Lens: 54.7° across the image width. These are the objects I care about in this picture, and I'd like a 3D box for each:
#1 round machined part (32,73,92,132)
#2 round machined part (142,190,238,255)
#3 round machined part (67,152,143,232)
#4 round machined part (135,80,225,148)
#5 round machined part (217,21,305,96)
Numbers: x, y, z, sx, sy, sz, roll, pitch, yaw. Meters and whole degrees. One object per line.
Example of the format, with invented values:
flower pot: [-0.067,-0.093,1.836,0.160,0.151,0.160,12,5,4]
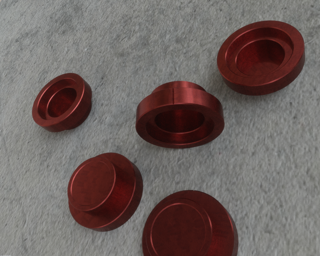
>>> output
round machined part: [-0.149,-0.036,0.491,0.098,0.042,0.098,-13,56,20]
round machined part: [0.025,0.109,0.312,0.098,0.042,0.098,-13,56,20]
round machined part: [-0.074,0.074,0.385,0.098,0.042,0.098,-13,56,20]
round machined part: [0.022,-0.017,0.355,0.098,0.098,0.042,-13,57,21]
round machined part: [0.123,-0.080,0.377,0.098,0.042,0.098,-13,56,20]
